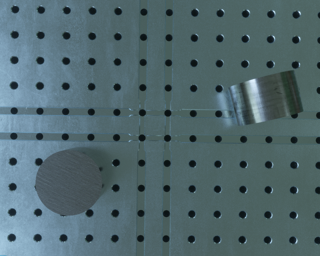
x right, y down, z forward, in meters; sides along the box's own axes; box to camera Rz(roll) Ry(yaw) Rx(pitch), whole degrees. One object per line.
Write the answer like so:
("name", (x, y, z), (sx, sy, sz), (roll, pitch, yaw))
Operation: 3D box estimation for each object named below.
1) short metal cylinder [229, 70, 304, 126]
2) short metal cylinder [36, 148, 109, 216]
("short metal cylinder", (0.132, -0.036, 0.388), (0.080, 0.080, 0.050), (-14, 90, 0))
("short metal cylinder", (-0.110, 0.066, 0.399), (0.081, 0.050, 0.079), (0, 90, -1))
